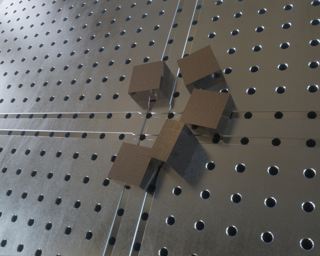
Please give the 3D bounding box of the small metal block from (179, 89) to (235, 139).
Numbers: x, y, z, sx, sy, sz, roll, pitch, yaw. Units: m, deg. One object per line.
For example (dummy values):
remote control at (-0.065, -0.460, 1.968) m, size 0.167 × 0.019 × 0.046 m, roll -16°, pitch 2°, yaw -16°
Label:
small metal block at (0.059, -0.019, 0.388) m, size 0.050 × 0.025 × 0.050 m, roll 13°, pitch 68°, yaw 33°

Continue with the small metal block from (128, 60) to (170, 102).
small metal block at (-0.015, -0.068, 0.457) m, size 0.050 × 0.025 × 0.050 m, roll -5°, pitch 59°, yaw 25°

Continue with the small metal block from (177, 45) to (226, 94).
small metal block at (0.056, -0.079, 0.427) m, size 0.050 × 0.025 × 0.050 m, roll -24°, pitch 53°, yaw 13°

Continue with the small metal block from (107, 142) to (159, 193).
small metal block at (-0.031, 0.049, 0.393) m, size 0.050 × 0.025 × 0.050 m, roll 10°, pitch 66°, yaw 32°

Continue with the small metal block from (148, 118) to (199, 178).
small metal block at (0.018, 0.024, 0.367) m, size 0.025 × 0.050 × 0.050 m, roll 16°, pitch 70°, yaw 34°
